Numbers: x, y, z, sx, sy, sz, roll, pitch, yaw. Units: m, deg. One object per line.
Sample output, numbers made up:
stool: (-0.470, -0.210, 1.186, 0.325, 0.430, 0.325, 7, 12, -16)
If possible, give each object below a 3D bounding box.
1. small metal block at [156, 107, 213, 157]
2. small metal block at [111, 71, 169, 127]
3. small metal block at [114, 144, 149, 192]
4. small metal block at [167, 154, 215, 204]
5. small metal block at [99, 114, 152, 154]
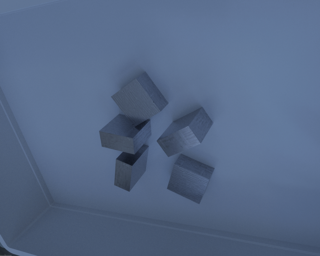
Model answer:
small metal block: (0.031, 0.005, 0.379, 0.050, 0.050, 0.025, -27, 104, 37)
small metal block: (-0.026, -0.036, 0.400, 0.050, 0.025, 0.050, -29, 103, 37)
small metal block: (-0.041, 0.054, 0.448, 0.025, 0.050, 0.050, 21, 126, 16)
small metal block: (0.042, 0.071, 0.430, 0.050, 0.025, 0.050, 23, 127, 14)
small metal block: (-0.046, 0.007, 0.421, 0.050, 0.050, 0.025, 11, 124, 22)
